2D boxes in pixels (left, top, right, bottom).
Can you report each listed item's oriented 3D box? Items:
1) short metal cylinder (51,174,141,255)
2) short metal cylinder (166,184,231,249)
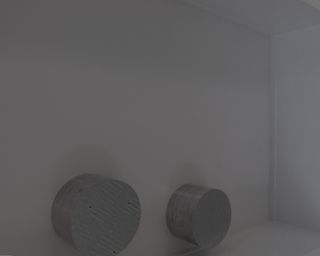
[{"bbox_3d":[-0.068,0.092,0.333,0.081,0.050,0.080,0,90,-40],"label":"short metal cylinder"},{"bbox_3d":[0.055,0.122,0.437,0.081,0.050,0.080,0,90,-40],"label":"short metal cylinder"}]
